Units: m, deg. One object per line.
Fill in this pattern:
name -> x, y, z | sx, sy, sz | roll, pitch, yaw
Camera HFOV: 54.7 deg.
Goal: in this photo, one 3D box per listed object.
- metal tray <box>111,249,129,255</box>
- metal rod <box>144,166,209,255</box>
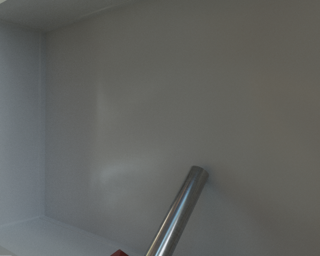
metal tray -> -0.073, 0.178, 0.274 | 0.030, 0.090, 0.130 | 42, 114, -14
metal rod -> -0.021, 0.159, 0.289 | 0.025, 0.301, 0.025 | 22, 145, 16
